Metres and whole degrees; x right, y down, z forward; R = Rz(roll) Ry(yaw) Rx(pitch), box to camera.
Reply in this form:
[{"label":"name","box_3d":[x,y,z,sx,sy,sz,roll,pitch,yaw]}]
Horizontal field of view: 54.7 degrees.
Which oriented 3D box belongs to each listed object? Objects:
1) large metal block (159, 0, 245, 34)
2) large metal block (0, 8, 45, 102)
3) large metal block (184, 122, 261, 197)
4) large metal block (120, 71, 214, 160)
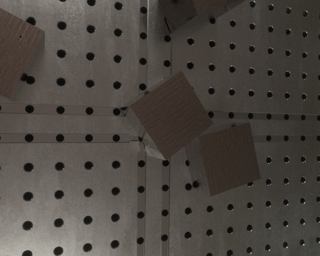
[{"label":"large metal block","box_3d":[0.055,-0.170,0.405,0.081,0.080,0.050,-24,99,-19]},{"label":"large metal block","box_3d":[-0.181,-0.083,0.332,0.080,0.050,0.080,26,81,-19]},{"label":"large metal block","box_3d":[0.085,0.040,0.432,0.081,0.050,0.080,-14,95,-20]},{"label":"large metal block","box_3d":[0.008,-0.016,0.403,0.080,0.050,0.080,-36,102,-17]}]
